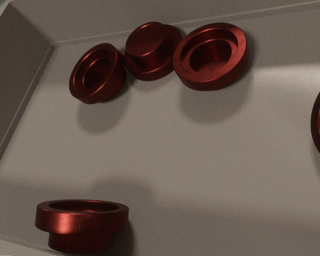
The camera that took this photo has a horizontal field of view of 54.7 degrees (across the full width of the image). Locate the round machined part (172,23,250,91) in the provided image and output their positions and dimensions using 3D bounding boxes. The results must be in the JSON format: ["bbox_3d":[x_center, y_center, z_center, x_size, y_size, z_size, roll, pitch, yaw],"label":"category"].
[{"bbox_3d":[0.070,-0.089,0.412,0.098,0.042,0.098,-13,56,20],"label":"round machined part"}]

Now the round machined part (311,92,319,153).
[{"bbox_3d":[0.190,-0.009,0.279,0.042,0.097,0.098,10,57,-17],"label":"round machined part"}]

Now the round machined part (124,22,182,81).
[{"bbox_3d":[-0.013,-0.124,0.476,0.098,0.042,0.098,-13,56,20],"label":"round machined part"}]

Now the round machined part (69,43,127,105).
[{"bbox_3d":[-0.092,-0.080,0.483,0.098,0.042,0.098,-17,57,29],"label":"round machined part"}]

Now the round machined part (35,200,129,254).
[{"bbox_3d":[-0.085,0.107,0.341,0.098,0.098,0.042,1,83,28],"label":"round machined part"}]
